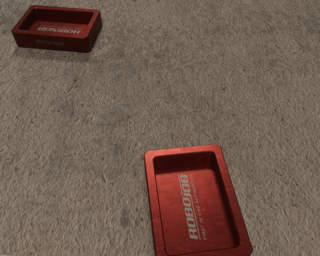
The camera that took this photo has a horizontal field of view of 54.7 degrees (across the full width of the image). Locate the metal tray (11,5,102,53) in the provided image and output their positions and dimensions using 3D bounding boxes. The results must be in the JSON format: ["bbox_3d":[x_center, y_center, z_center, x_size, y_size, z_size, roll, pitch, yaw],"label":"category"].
[{"bbox_3d":[-0.177,-0.176,0.545,0.131,0.030,0.090,6,50,4],"label":"metal tray"}]

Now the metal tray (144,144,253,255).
[{"bbox_3d":[0.034,0.081,0.332,0.091,0.030,0.130,-5,50,-5],"label":"metal tray"}]
